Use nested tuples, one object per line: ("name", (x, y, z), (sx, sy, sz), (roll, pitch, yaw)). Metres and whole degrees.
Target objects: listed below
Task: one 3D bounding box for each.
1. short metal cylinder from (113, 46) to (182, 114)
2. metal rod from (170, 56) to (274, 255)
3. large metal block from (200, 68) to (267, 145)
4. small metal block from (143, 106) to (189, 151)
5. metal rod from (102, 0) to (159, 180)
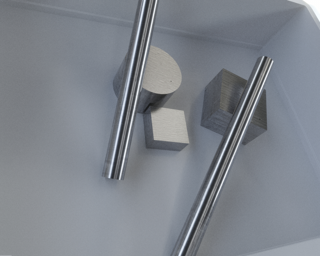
("short metal cylinder", (-0.018, -0.066, 0.422), (0.081, 0.050, 0.080), (14, 56, -21))
("metal rod", (0.088, 0.024, 0.394), (0.025, 0.025, 0.300), (32, 66, -8))
("large metal block", (0.113, -0.032, 0.472), (0.080, 0.050, 0.080), (23, 53, -15))
("small metal block", (0.007, 0.001, 0.410), (0.050, 0.025, 0.050), (7, 59, -25))
("metal rod", (-0.026, -0.089, 0.369), (0.025, 0.025, 0.299), (14, 81, -21))
